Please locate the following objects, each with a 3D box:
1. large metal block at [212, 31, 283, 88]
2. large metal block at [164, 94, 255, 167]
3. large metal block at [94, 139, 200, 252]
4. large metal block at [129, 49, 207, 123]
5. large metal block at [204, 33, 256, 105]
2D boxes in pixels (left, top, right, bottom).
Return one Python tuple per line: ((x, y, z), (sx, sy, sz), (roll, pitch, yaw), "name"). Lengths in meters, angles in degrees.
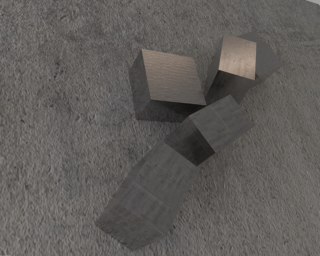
((0.152, -0.116, 0.540), (0.081, 0.050, 0.080), (-26, 76, -37), "large metal block")
((0.058, 0.011, 0.393), (0.081, 0.080, 0.050), (-27, 77, -37), "large metal block")
((-0.014, 0.071, 0.318), (0.050, 0.080, 0.080), (37, 51, -3), "large metal block")
((0.008, -0.055, 0.426), (0.081, 0.050, 0.080), (3, 60, -27), "large metal block")
((0.103, -0.080, 0.466), (0.050, 0.080, 0.080), (16, 54, -2), "large metal block")
